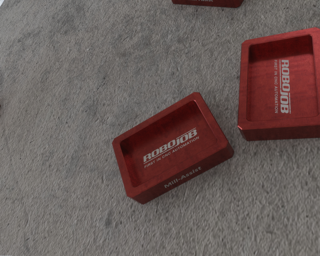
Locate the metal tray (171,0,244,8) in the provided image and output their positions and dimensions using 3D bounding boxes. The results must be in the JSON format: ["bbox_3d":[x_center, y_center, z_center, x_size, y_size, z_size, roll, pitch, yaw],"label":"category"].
[{"bbox_3d":[0.086,-0.243,0.504,0.130,0.030,0.090,20,72,35],"label":"metal tray"}]

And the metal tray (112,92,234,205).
[{"bbox_3d":[0.011,0.024,0.379,0.130,0.030,0.090,-30,52,9],"label":"metal tray"}]

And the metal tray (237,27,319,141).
[{"bbox_3d":[0.141,-0.051,0.357,0.090,0.030,0.130,-4,60,26],"label":"metal tray"}]
